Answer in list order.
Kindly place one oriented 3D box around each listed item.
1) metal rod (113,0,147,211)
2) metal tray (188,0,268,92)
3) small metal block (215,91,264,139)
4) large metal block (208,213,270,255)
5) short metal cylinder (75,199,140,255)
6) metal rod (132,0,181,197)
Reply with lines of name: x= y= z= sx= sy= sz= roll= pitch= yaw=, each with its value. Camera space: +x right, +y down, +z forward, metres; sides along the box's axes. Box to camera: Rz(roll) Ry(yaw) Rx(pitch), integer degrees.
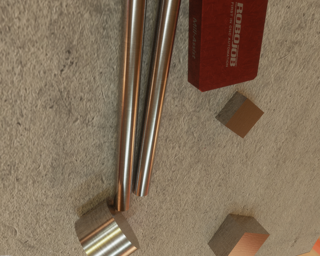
metal rod: x=-0.039 y=-0.018 z=0.375 sx=0.025 sy=0.025 sz=0.298 roll=-8 pitch=122 yaw=-25
metal tray: x=0.082 y=-0.116 z=0.378 sx=0.091 sy=0.030 sz=0.129 roll=-16 pitch=125 yaw=-20
small metal block: x=0.119 y=-0.019 z=0.463 sx=0.050 sy=0.025 sz=0.050 roll=30 pitch=102 yaw=-38
large metal block: x=0.157 y=0.222 z=0.617 sx=0.081 sy=0.050 sz=0.080 roll=18 pitch=109 yaw=-36
short metal cylinder: x=-0.071 y=0.145 z=0.424 sx=0.050 sy=0.080 sz=0.080 roll=-35 pitch=129 yaw=-6
metal rod: x=-0.006 y=-0.039 z=0.380 sx=0.025 sy=0.025 sz=0.298 roll=-5 pitch=121 yaw=-26
